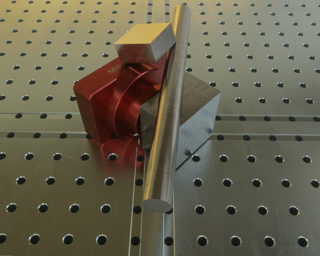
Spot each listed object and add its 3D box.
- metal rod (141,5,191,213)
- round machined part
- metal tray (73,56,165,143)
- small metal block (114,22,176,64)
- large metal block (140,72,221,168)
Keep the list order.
[{"bbox_3d":[0.014,-0.051,0.346,0.025,0.025,0.300,5,50,4],"label":"metal rod"},{"bbox_3d":[-0.021,-0.029,0.390,0.042,0.097,0.099,35,58,25],"label":"round machined part"},{"bbox_3d":[-0.044,-0.049,0.406,0.030,0.089,0.131,36,58,26],"label":"metal tray"},{"bbox_3d":[-0.017,-0.100,0.365,0.050,0.025,0.050,9,46,31],"label":"small metal block"},{"bbox_3d":[0.024,-0.007,0.374,0.050,0.080,0.080,35,58,25],"label":"large metal block"}]
